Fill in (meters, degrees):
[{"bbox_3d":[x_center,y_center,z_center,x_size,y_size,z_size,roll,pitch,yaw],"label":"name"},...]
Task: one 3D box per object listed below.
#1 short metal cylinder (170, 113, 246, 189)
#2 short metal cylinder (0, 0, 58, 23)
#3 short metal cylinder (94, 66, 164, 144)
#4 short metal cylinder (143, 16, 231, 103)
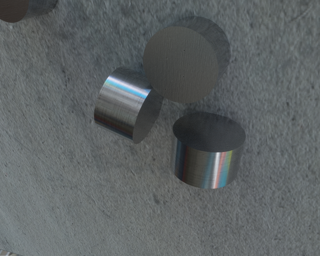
[{"bbox_3d":[0.053,0.024,0.357,0.080,0.080,0.050,16,125,19],"label":"short metal cylinder"},{"bbox_3d":[-0.171,-0.173,0.372,0.080,0.050,0.079,13,124,20],"label":"short metal cylinder"},{"bbox_3d":[-0.034,-0.027,0.371,0.050,0.080,0.079,24,127,13],"label":"short metal cylinder"},{"bbox_3d":[0.029,-0.073,0.329,0.080,0.050,0.079,13,124,20],"label":"short metal cylinder"}]
